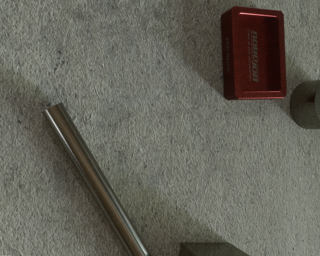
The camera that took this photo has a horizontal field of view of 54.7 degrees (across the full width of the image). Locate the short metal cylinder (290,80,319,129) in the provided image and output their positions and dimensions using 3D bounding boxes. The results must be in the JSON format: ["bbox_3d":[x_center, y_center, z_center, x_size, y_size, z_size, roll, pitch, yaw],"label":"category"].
[{"bbox_3d":[0.257,-0.037,0.493,0.081,0.050,0.079,0,90,-21],"label":"short metal cylinder"}]

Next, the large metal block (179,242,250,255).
[{"bbox_3d":[0.070,0.206,0.423,0.081,0.050,0.080,9,87,-20],"label":"large metal block"}]

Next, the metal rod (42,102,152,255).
[{"bbox_3d":[-0.057,0.106,0.388,0.025,0.025,0.299,-31,101,-18],"label":"metal rod"}]

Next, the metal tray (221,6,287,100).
[{"bbox_3d":[0.140,-0.107,0.459,0.091,0.030,0.129,-3,91,-20],"label":"metal tray"}]
